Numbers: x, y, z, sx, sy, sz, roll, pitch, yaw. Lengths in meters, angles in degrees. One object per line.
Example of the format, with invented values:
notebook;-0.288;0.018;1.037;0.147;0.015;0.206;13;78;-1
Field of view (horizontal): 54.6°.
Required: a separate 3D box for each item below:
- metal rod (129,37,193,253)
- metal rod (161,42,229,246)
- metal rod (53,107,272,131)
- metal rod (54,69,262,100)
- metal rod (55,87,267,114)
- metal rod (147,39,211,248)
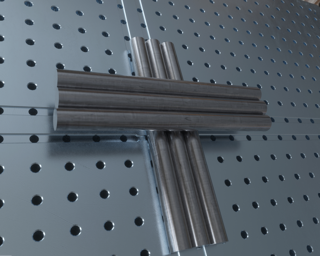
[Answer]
metal rod;-0.005;0.003;0.403;0.025;0.025;0.299;2;61;-27
metal rod;0.039;0.003;0.426;0.025;0.025;0.299;2;61;-27
metal rod;0.024;-0.009;0.394;0.302;0.025;0.025;0;62;-28
metal rod;0.017;-0.053;0.417;0.302;0.025;0.025;0;62;-28
metal rod;0.022;-0.031;0.406;0.302;0.025;0.025;0;62;-28
metal rod;0.016;0.002;0.415;0.025;0.025;0.299;2;61;-27
